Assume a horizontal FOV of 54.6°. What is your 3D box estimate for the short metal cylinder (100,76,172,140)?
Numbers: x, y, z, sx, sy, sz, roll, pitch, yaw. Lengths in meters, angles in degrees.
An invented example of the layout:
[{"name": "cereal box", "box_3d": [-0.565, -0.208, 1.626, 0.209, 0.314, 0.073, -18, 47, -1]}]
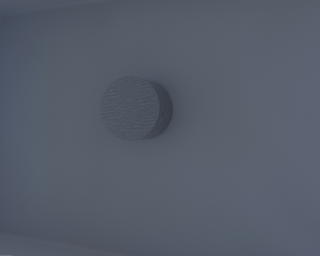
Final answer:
[{"name": "short metal cylinder", "box_3d": [-0.030, -0.025, 0.406, 0.080, 0.050, 0.080, 0, 90, 20]}]
